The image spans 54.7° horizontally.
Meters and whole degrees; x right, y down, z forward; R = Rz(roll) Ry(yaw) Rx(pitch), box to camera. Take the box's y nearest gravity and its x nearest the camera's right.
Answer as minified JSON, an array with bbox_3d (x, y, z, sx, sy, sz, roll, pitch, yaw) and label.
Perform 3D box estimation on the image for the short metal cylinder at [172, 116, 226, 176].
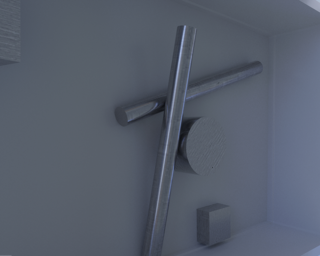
[{"bbox_3d":[0.047,0.024,0.432,0.081,0.050,0.079,0,90,-40],"label":"short metal cylinder"}]

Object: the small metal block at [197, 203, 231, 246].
[{"bbox_3d":[0.084,0.148,0.480,0.050,0.025,0.050,-1,91,-40],"label":"small metal block"}]

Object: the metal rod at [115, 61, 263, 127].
[{"bbox_3d":[0.063,-0.061,0.461,0.302,0.025,0.025,-23,105,-38],"label":"metal rod"}]

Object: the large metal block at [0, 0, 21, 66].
[{"bbox_3d":[-0.161,-0.095,0.242,0.080,0.050,0.079,-1,91,-57],"label":"large metal block"}]

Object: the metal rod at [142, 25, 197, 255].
[{"bbox_3d":[0.011,0.023,0.393,0.025,0.025,0.298,7,93,-40],"label":"metal rod"}]
